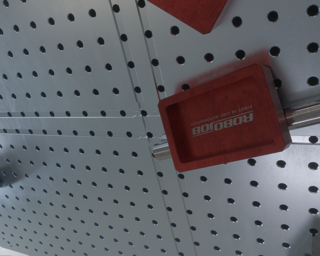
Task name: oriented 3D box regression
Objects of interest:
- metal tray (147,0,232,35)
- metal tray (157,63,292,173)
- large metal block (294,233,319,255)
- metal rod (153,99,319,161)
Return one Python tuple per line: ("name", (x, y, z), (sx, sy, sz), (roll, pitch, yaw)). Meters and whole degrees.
("metal tray", (0.016, -0.163, 0.299), (0.130, 0.030, 0.089), (33, 129, 6))
("metal tray", (0.066, -0.007, 0.346), (0.130, 0.030, 0.090), (-18, 85, 34))
("large metal block", (0.218, 0.197, 0.402), (0.080, 0.050, 0.079), (24, 127, 13))
("metal rod", (0.116, -0.003, 0.347), (0.300, 0.025, 0.025), (-17, 110, 34))
